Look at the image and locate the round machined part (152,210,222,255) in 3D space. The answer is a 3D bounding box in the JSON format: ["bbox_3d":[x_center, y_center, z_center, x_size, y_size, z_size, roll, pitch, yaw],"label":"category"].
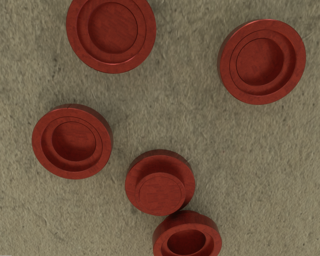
[{"bbox_3d":[0.037,0.160,0.455,0.099,0.042,0.097,-3,120,-4],"label":"round machined part"}]

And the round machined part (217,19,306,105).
[{"bbox_3d":[0.118,-0.080,0.373,0.099,0.042,0.097,0,110,-1],"label":"round machined part"}]

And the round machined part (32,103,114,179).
[{"bbox_3d":[-0.110,0.014,0.405,0.099,0.042,0.097,0,110,-1],"label":"round machined part"}]

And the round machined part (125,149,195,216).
[{"bbox_3d":[0.000,0.083,0.431,0.099,0.042,0.097,0,110,-1],"label":"round machined part"}]

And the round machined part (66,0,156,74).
[{"bbox_3d":[-0.053,-0.115,0.358,0.099,0.042,0.097,0,110,-1],"label":"round machined part"}]
